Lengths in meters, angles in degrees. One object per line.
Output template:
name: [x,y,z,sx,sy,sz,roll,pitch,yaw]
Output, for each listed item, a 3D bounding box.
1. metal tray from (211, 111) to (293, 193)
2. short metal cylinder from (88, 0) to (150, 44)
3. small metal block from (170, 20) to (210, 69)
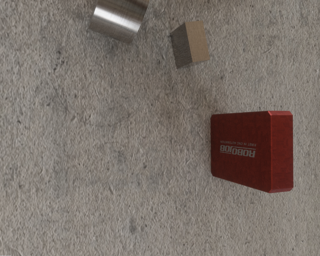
metal tray: [0.110,0.025,0.396,0.030,0.130,0.089,-1,91,-20]
short metal cylinder: [-0.048,-0.145,0.363,0.050,0.080,0.080,17,84,-20]
small metal block: [0.039,-0.109,0.411,0.025,0.050,0.050,-13,95,-20]
